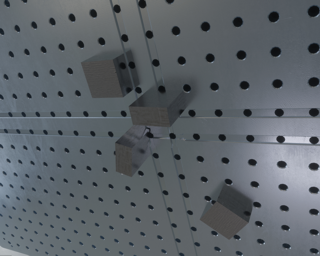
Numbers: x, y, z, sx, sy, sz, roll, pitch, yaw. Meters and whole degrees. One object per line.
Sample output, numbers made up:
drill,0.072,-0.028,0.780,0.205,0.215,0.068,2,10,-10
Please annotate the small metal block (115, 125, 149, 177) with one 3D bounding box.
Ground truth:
small metal block,-0.038,0.032,0.435,0.025,0.050,0.050,17,125,19

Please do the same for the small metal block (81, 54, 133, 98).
small metal block,-0.069,-0.068,0.407,0.050,0.025,0.050,2,119,27

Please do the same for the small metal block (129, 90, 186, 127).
small metal block,-0.002,-0.025,0.381,0.050,0.050,0.025,4,120,26

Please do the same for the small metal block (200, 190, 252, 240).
small metal block,0.093,0.123,0.439,0.050,0.025,0.050,34,129,6
